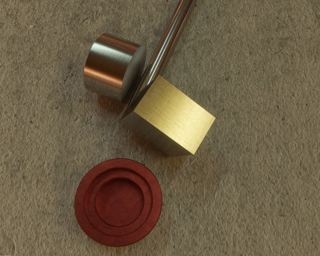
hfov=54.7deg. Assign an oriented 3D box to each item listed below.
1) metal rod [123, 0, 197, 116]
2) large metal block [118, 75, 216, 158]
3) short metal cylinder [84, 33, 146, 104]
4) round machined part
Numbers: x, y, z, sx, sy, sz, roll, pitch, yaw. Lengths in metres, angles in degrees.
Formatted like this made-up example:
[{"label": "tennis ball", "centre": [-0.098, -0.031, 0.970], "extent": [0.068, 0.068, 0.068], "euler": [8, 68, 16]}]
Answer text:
[{"label": "metal rod", "centre": [0.018, -0.140, 0.459], "extent": [0.025, 0.025, 0.300], "euler": [21, 71, 7]}, {"label": "large metal block", "centre": [0.005, -0.009, 0.370], "extent": [0.080, 0.080, 0.050], "euler": [36, 73, -11]}, {"label": "short metal cylinder", "centre": [-0.057, -0.078, 0.407], "extent": [0.050, 0.080, 0.080], "euler": [21, 71, 7]}, {"label": "round machined part", "centre": [-0.046, 0.088, 0.366], "extent": [0.099, 0.042, 0.098], "euler": [0, 70, -1]}]
